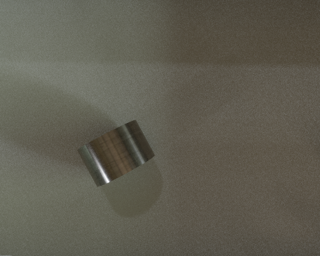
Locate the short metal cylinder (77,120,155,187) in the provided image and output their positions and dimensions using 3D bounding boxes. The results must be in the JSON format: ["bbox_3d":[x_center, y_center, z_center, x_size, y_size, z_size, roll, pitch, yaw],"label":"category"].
[{"bbox_3d":[-0.054,0.031,0.384,0.080,0.080,0.050,-28,90,0],"label":"short metal cylinder"}]
